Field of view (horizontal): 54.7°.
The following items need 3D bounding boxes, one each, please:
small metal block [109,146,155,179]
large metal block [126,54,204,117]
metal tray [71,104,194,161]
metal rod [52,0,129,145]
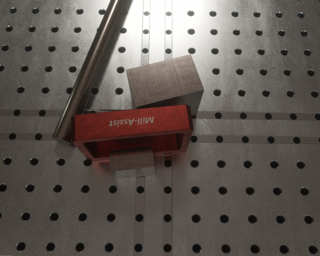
[{"bbox_3d":[-0.033,0.044,0.382,0.050,0.050,0.025,-6,70,-3],"label":"small metal block"},{"bbox_3d":[0.005,-0.043,0.398,0.081,0.080,0.050,-15,71,-6],"label":"large metal block"},{"bbox_3d":[-0.030,0.008,0.373,0.131,0.090,0.030,-6,71,-3],"label":"metal tray"},{"bbox_3d":[-0.088,-0.118,0.453,0.025,0.025,0.299,15,70,5],"label":"metal rod"}]
